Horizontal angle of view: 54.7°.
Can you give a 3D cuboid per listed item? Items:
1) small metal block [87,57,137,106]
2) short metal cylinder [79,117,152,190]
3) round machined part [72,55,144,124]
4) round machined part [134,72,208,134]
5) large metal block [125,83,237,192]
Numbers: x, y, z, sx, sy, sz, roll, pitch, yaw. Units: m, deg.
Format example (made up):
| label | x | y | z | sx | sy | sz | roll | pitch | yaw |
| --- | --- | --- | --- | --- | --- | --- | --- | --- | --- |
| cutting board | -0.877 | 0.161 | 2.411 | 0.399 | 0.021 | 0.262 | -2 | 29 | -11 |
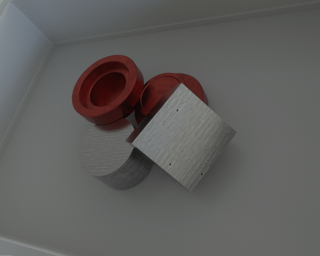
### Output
| label | x | y | z | sx | sy | sz | roll | pitch | yaw |
| --- | --- | --- | --- | --- | --- | --- | --- | --- | --- |
| small metal block | -0.071 | -0.070 | 0.465 | 0.050 | 0.050 | 0.025 | -39 | 51 | 2 |
| short metal cylinder | -0.055 | 0.032 | 0.395 | 0.080 | 0.050 | 0.080 | -13 | 56 | 20 |
| round machined part | -0.065 | -0.047 | 0.417 | 0.098 | 0.042 | 0.098 | -13 | 56 | 20 |
| round machined part | 0.009 | -0.033 | 0.405 | 0.098 | 0.042 | 0.098 | -13 | 56 | 20 |
| large metal block | 0.021 | 0.010 | 0.342 | 0.080 | 0.080 | 0.050 | -51 | 11 | -9 |
